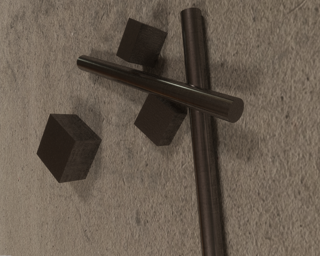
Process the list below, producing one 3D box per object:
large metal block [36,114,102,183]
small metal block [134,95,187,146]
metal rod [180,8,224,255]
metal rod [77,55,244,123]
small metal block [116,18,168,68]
[{"bbox_3d":[-0.151,0.031,0.510,0.080,0.050,0.079,39,114,32],"label":"large metal block"},{"bbox_3d":[0.000,-0.012,0.403,0.050,0.025,0.050,42,115,31],"label":"small metal block"},{"bbox_3d":[0.049,0.009,0.362,0.025,0.025,0.298,-8,85,39],"label":"metal rod"},{"bbox_3d":[-0.025,-0.062,0.401,0.300,0.025,0.025,24,105,44],"label":"metal rod"},{"bbox_3d":[-0.023,-0.110,0.406,0.025,0.050,0.050,35,112,34],"label":"small metal block"}]
